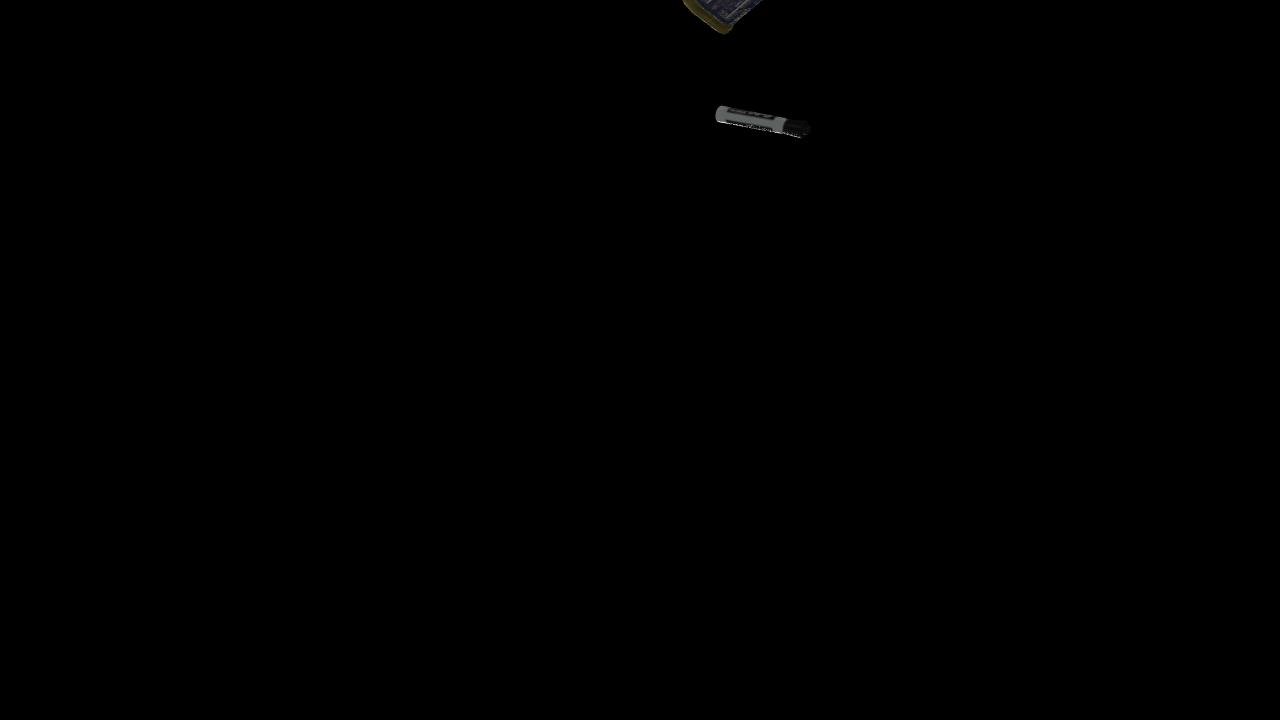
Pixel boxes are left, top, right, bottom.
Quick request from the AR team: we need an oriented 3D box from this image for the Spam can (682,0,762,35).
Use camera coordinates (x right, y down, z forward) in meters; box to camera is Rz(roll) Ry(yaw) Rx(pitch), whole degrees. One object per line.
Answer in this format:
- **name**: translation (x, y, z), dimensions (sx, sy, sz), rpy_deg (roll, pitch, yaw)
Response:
- **Spam can**: translation (0.070, -0.287, 0.403), dimensions (0.058, 0.101, 0.085), rpy_deg (13, -22, -38)

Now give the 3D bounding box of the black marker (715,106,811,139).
- **black marker**: translation (0.141, -0.275, 0.710), dimensions (0.121, 0.020, 0.020), rpy_deg (27, 16, 34)
